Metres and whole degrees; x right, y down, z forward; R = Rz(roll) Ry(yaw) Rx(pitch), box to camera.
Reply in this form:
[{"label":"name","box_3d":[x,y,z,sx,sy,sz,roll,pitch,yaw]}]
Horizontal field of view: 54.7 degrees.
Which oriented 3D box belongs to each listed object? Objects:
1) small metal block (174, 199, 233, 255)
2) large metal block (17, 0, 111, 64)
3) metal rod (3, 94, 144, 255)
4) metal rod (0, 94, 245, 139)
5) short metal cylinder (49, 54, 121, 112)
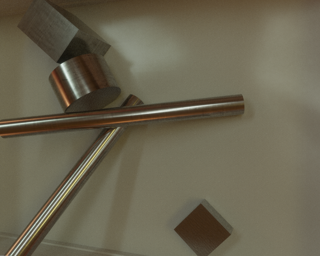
[{"label":"small metal block","box_3d":[0.055,0.127,0.391,0.050,0.025,0.050,45,104,14]},{"label":"large metal block","box_3d":[-0.128,-0.126,0.425,0.080,0.080,0.050,42,103,15]},{"label":"metal rod","box_3d":[-0.116,0.079,0.381,0.025,0.025,0.300,31,73,17]},{"label":"metal rod","box_3d":[-0.050,-0.014,0.386,0.302,0.025,0.025,-6,88,4]},{"label":"short metal cylinder","box_3d":[-0.100,-0.055,0.415,0.080,0.080,0.050,-31,80,17]}]
